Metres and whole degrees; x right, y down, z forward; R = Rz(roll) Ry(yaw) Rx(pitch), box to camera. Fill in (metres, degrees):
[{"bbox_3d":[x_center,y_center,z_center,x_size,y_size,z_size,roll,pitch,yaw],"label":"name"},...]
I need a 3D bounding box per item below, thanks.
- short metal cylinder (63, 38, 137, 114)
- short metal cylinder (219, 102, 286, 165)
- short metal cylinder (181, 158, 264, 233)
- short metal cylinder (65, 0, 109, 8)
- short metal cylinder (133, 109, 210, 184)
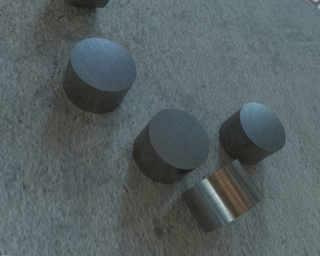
[{"bbox_3d":[-0.076,-0.065,0.388,0.081,0.050,0.080,14,56,-21],"label":"short metal cylinder"},{"bbox_3d":[0.136,0.009,0.458,0.081,0.050,0.080,14,56,-21],"label":"short metal cylinder"},{"bbox_3d":[0.071,0.078,0.361,0.081,0.080,0.050,-23,74,-36],"label":"short metal cylinder"},{"bbox_3d":[-0.106,-0.218,0.445,0.050,0.080,0.080,-5,65,-31],"label":"short metal cylinder"},{"bbox_3d":[0.013,0.023,0.383,0.081,0.050,0.080,14,56,-21],"label":"short metal cylinder"}]
